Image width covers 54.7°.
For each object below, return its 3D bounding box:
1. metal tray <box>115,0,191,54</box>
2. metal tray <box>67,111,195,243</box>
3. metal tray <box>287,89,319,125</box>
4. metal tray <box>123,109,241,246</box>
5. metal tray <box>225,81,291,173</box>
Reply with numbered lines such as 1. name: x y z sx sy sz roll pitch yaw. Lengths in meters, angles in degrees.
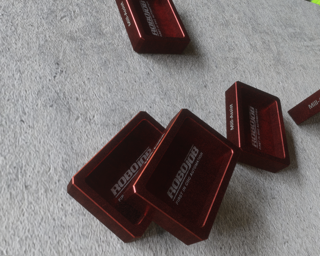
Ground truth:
1. metal tray: -0.015 -0.181 0.502 0.091 0.030 0.130 -7 65 -31
2. metal tray: -0.027 0.050 0.354 0.090 0.030 0.131 42 51 0
3. metal tray: 0.296 -0.059 0.531 0.091 0.129 0.030 -22 74 -36
4. metal tray: 0.030 0.049 0.347 0.090 0.030 0.130 37 51 -5
5. metal tray: 0.149 -0.003 0.482 0.091 0.030 0.130 18 55 -18
